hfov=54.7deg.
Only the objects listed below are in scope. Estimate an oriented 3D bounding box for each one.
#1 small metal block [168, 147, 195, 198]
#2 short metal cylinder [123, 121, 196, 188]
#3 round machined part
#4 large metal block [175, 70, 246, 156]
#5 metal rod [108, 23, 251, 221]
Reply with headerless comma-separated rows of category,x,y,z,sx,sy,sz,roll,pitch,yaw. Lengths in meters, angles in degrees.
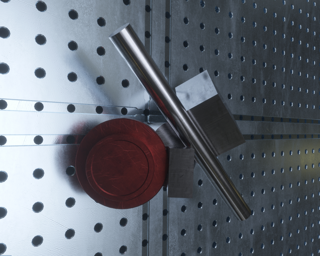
small metal block,0.022,0.046,0.339,0.025,0.050,0.050,3,89,0
short metal cylinder,0.000,0.031,0.388,0.081,0.050,0.079,0,90,-40
round machined part,-0.040,0.038,0.327,0.099,0.042,0.097,0,93,-2
large metal block,0.065,-0.020,0.415,0.080,0.050,0.080,54,16,-27
metal rod,0.038,0.012,0.372,0.025,0.025,0.300,-51,120,-28
